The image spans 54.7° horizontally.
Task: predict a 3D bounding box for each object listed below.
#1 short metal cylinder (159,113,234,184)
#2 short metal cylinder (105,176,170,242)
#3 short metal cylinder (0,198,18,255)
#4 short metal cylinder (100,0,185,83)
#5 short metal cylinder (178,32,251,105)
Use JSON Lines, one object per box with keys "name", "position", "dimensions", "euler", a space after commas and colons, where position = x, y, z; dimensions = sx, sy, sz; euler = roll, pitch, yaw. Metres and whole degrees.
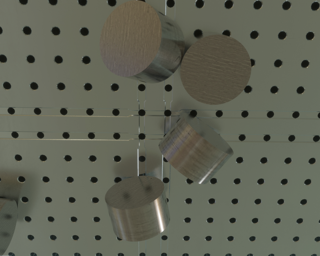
{"name": "short metal cylinder", "position": [0.046, 0.025, 0.394], "dimensions": [0.080, 0.080, 0.050], "euler": [34, 106, -12]}
{"name": "short metal cylinder", "position": [-0.030, 0.107, 0.423], "dimensions": [0.080, 0.080, 0.050], "euler": [-9, 110, 3]}
{"name": "short metal cylinder", "position": [-0.241, 0.137, 0.431], "dimensions": [0.050, 0.080, 0.079], "euler": [8, 110, -3]}
{"name": "short metal cylinder", "position": [-0.020, -0.093, 0.345], "dimensions": [0.080, 0.050, 0.079], "euler": [-1, 88, 31]}
{"name": "short metal cylinder", "position": [0.063, -0.073, 0.374], "dimensions": [0.081, 0.050, 0.079], "euler": [0, 110, -1]}
